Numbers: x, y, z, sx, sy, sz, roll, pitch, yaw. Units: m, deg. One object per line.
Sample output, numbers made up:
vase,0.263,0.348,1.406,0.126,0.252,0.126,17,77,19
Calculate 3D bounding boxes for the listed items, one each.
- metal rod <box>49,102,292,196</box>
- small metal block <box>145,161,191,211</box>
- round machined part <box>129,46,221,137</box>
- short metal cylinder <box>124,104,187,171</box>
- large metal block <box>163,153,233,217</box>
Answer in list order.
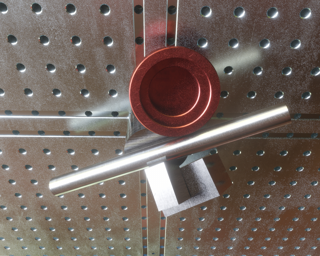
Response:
metal rod,0.000,0.031,0.371,0.301,0.025,0.025,-19,128,15
small metal block,0.010,0.068,0.373,0.025,0.050,0.050,-23,169,18
round machined part,0.015,-0.043,0.349,0.099,0.042,0.097,-2,108,-6
short metal cylinder,-0.004,0.013,0.406,0.081,0.050,0.079,0,130,0
large metal block,0.046,0.077,0.431,0.080,0.050,0.080,-28,170,22
